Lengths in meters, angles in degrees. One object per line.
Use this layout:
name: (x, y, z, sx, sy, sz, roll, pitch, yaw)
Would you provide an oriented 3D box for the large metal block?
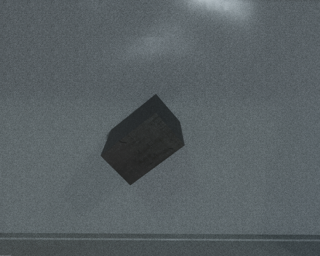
large metal block: (-0.020, 0.011, 0.383, 0.080, 0.080, 0.050, -38, 106, 12)
